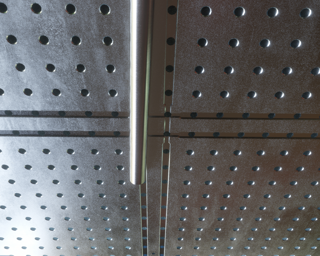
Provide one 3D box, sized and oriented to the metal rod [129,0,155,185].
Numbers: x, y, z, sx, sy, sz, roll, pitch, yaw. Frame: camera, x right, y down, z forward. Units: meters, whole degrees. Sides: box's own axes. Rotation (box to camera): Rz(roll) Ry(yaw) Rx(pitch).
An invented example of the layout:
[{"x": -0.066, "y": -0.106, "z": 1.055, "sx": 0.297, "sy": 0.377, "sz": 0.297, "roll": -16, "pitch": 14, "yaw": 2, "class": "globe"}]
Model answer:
[{"x": -0.025, "y": -0.035, "z": 0.381, "sx": 0.025, "sy": 0.025, "sz": 0.298, "roll": 2, "pitch": 130, "yaw": -3, "class": "metal rod"}]
